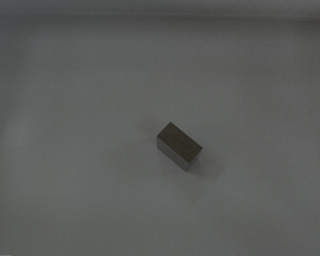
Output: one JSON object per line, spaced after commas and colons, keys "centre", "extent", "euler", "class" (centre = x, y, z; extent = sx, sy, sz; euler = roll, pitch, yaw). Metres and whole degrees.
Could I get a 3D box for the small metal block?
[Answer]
{"centre": [0.023, 0.025, 0.388], "extent": [0.050, 0.050, 0.025], "euler": [40, 75, 13], "class": "small metal block"}
